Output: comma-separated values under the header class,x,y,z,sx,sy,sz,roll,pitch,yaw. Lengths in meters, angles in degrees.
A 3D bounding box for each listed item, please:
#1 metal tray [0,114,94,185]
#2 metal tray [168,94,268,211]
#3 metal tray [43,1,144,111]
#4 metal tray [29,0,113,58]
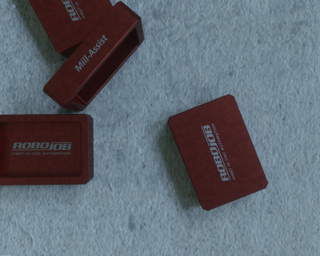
class,x,y,z,sx,sy,sz,roll,pitch,yaw
metal tray,-0.155,0.027,0.405,0.131,0.030,0.089,-1,90,-1
metal tray,0.074,0.031,0.409,0.090,0.030,0.129,-21,90,-1
metal tray,-0.074,-0.080,0.376,0.030,0.090,0.130,41,90,0
metal tray,-0.120,-0.171,0.406,0.090,0.030,0.130,-28,90,-1
